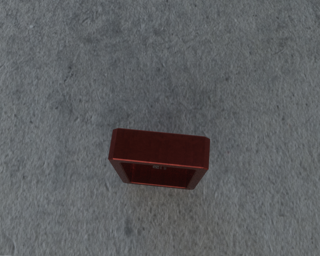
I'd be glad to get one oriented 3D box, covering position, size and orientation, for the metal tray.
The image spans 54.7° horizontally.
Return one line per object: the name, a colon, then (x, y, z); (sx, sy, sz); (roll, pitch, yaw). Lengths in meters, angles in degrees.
metal tray: (0.000, 0.039, 0.338); (0.091, 0.130, 0.030); (6, 70, 2)
